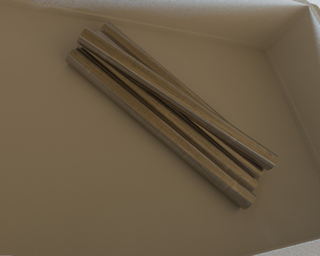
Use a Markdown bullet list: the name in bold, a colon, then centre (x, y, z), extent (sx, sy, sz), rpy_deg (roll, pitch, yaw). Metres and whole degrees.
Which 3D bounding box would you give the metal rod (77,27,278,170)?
- **metal rod**: centre (0.028, -0.035, 0.407), extent (0.301, 0.025, 0.025), rpy_deg (33, 51, -6)

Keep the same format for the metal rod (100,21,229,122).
- **metal rod**: centre (0.034, -0.048, 0.451), extent (0.300, 0.025, 0.025), rpy_deg (40, 51, -1)

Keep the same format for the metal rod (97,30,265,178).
- **metal rod**: centre (0.024, -0.031, 0.435), extent (0.300, 0.025, 0.025), rpy_deg (40, 51, -1)

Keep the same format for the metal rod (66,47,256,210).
- **metal rod**: centre (0.002, 0.001, 0.404), extent (0.300, 0.025, 0.025), rpy_deg (40, 51, -1)

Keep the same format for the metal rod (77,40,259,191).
- **metal rod**: centre (0.011, -0.017, 0.420), extent (0.300, 0.025, 0.025), rpy_deg (40, 51, -1)
